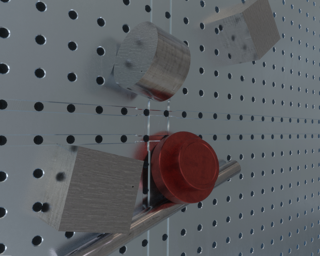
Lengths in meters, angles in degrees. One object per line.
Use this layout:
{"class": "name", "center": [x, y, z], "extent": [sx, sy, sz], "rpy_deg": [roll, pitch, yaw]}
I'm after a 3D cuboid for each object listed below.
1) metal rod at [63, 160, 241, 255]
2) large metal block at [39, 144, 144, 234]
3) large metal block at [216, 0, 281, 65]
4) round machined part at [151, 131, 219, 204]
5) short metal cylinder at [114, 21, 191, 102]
{"class": "metal rod", "center": [0.012, 0.106, 0.419], "extent": [0.302, 0.025, 0.025], "rpy_deg": [-20, 103, -38]}
{"class": "large metal block", "center": [-0.072, 0.065, 0.333], "extent": [0.080, 0.050, 0.080], "rpy_deg": [19, 78, -39]}
{"class": "large metal block", "center": [0.150, -0.164, 0.519], "extent": [0.080, 0.050, 0.080], "rpy_deg": [-43, 116, -32]}
{"class": "round machined part", "center": [0.040, 0.051, 0.416], "extent": [0.099, 0.042, 0.098], "rpy_deg": [13, 67, -31]}
{"class": "short metal cylinder", "center": [-0.011, -0.076, 0.365], "extent": [0.050, 0.080, 0.080], "rpy_deg": [19, 78, -39]}
